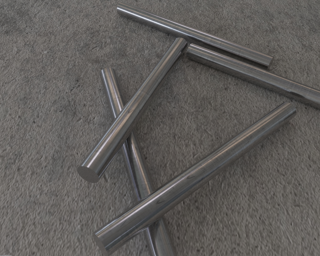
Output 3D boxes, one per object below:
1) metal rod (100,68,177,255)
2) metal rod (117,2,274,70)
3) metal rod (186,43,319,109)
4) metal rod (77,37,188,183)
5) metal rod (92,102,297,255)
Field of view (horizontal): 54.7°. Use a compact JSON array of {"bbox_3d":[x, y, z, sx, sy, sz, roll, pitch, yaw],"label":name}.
[{"bbox_3d":[-0.035,0.028,0.379,0.025,0.025,0.300,-13,51,-11],"label":"metal rod"},{"bbox_3d":[0.050,-0.165,0.542,0.300,0.025,0.025,28,55,21],"label":"metal rod"},{"bbox_3d":[0.176,-0.065,0.458,0.301,0.025,0.025,26,55,20],"label":"metal rod"},{"bbox_3d":[-0.019,-0.047,0.418,0.025,0.025,0.301,17,45,13],"label":"metal rod"},{"bbox_3d":[0.061,0.039,0.349,0.302,0.025,0.025,-29,56,-30],"label":"metal rod"}]
